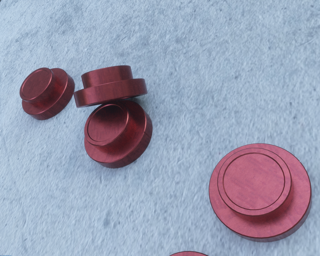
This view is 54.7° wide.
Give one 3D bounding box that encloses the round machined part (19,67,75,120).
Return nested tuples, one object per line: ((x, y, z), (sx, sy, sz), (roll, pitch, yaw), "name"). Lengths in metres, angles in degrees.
((-0.201, -0.066, 0.536), (0.098, 0.042, 0.098), (-13, 56, 20), "round machined part")

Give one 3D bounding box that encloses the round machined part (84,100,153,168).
((-0.063, 0.002, 0.423), (0.098, 0.042, 0.098), (-13, 56, 20), "round machined part")

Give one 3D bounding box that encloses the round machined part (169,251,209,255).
((0.025, 0.163, 0.279), (0.098, 0.042, 0.098), (-13, 56, 20), "round machined part")

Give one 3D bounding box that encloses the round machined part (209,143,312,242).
((0.096, 0.058, 0.307), (0.098, 0.042, 0.098), (-13, 56, 20), "round machined part")

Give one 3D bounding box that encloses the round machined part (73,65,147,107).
((-0.069, -0.058, 0.425), (0.098, 0.098, 0.042), (-10, 95, 22), "round machined part")
